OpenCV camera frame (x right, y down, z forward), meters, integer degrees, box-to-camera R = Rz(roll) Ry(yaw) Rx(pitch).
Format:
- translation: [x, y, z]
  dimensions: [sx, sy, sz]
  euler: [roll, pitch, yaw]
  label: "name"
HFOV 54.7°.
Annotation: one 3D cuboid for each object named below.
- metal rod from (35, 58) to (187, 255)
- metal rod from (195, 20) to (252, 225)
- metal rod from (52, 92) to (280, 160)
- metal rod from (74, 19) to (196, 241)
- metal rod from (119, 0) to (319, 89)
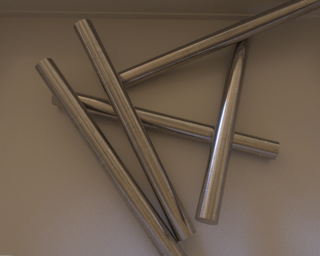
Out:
- translation: [-0.064, 0.036, 0.379]
  dimensions: [0.025, 0.025, 0.299]
  euler: [-34, 80, -12]
  label: "metal rod"
- translation: [0.089, -0.027, 0.398]
  dimensions: [0.025, 0.025, 0.300]
  euler: [15, 62, 5]
  label: "metal rod"
- translation: [0.004, -0.007, 0.412]
  dimensions: [0.302, 0.025, 0.025]
  euler: [14, 71, 4]
  label: "metal rod"
- translation: [-0.035, -0.005, 0.387]
  dimensions: [0.025, 0.025, 0.299]
  euler: [-26, 81, -9]
  label: "metal rod"
- translation: [0.086, -0.123, 0.429]
  dimensions: [0.301, 0.025, 0.025]
  euler: [-22, 72, 2]
  label: "metal rod"
